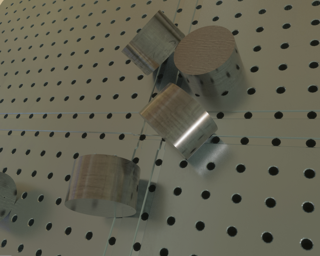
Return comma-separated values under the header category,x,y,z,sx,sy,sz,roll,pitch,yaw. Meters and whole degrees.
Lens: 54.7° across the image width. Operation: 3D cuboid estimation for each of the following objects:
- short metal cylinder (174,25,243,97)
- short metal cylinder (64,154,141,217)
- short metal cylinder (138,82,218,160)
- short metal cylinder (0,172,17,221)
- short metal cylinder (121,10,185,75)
category,x,y,z,sx,sy,sz,roll,pitch,yaw
short metal cylinder,0.065,-0.088,0.411,0.080,0.050,0.080,-13,56,20
short metal cylinder,-0.065,0.070,0.363,0.080,0.080,0.050,-9,58,23
short metal cylinder,0.021,-0.007,0.365,0.050,0.080,0.080,-46,51,-3
short metal cylinder,-0.259,0.097,0.446,0.050,0.080,0.080,9,66,32
short metal cylinder,-0.010,-0.122,0.446,0.080,0.050,0.080,-44,15,15
